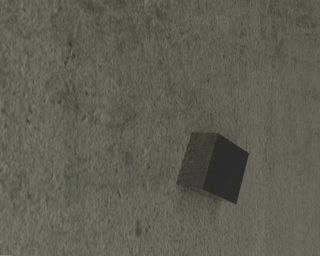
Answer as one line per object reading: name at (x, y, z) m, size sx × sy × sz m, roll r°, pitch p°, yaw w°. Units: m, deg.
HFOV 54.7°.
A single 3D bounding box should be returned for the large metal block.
large metal block at (0.080, 0.059, 0.458) m, size 0.080 × 0.050 × 0.080 m, roll 30°, pitch 71°, yaw -36°
